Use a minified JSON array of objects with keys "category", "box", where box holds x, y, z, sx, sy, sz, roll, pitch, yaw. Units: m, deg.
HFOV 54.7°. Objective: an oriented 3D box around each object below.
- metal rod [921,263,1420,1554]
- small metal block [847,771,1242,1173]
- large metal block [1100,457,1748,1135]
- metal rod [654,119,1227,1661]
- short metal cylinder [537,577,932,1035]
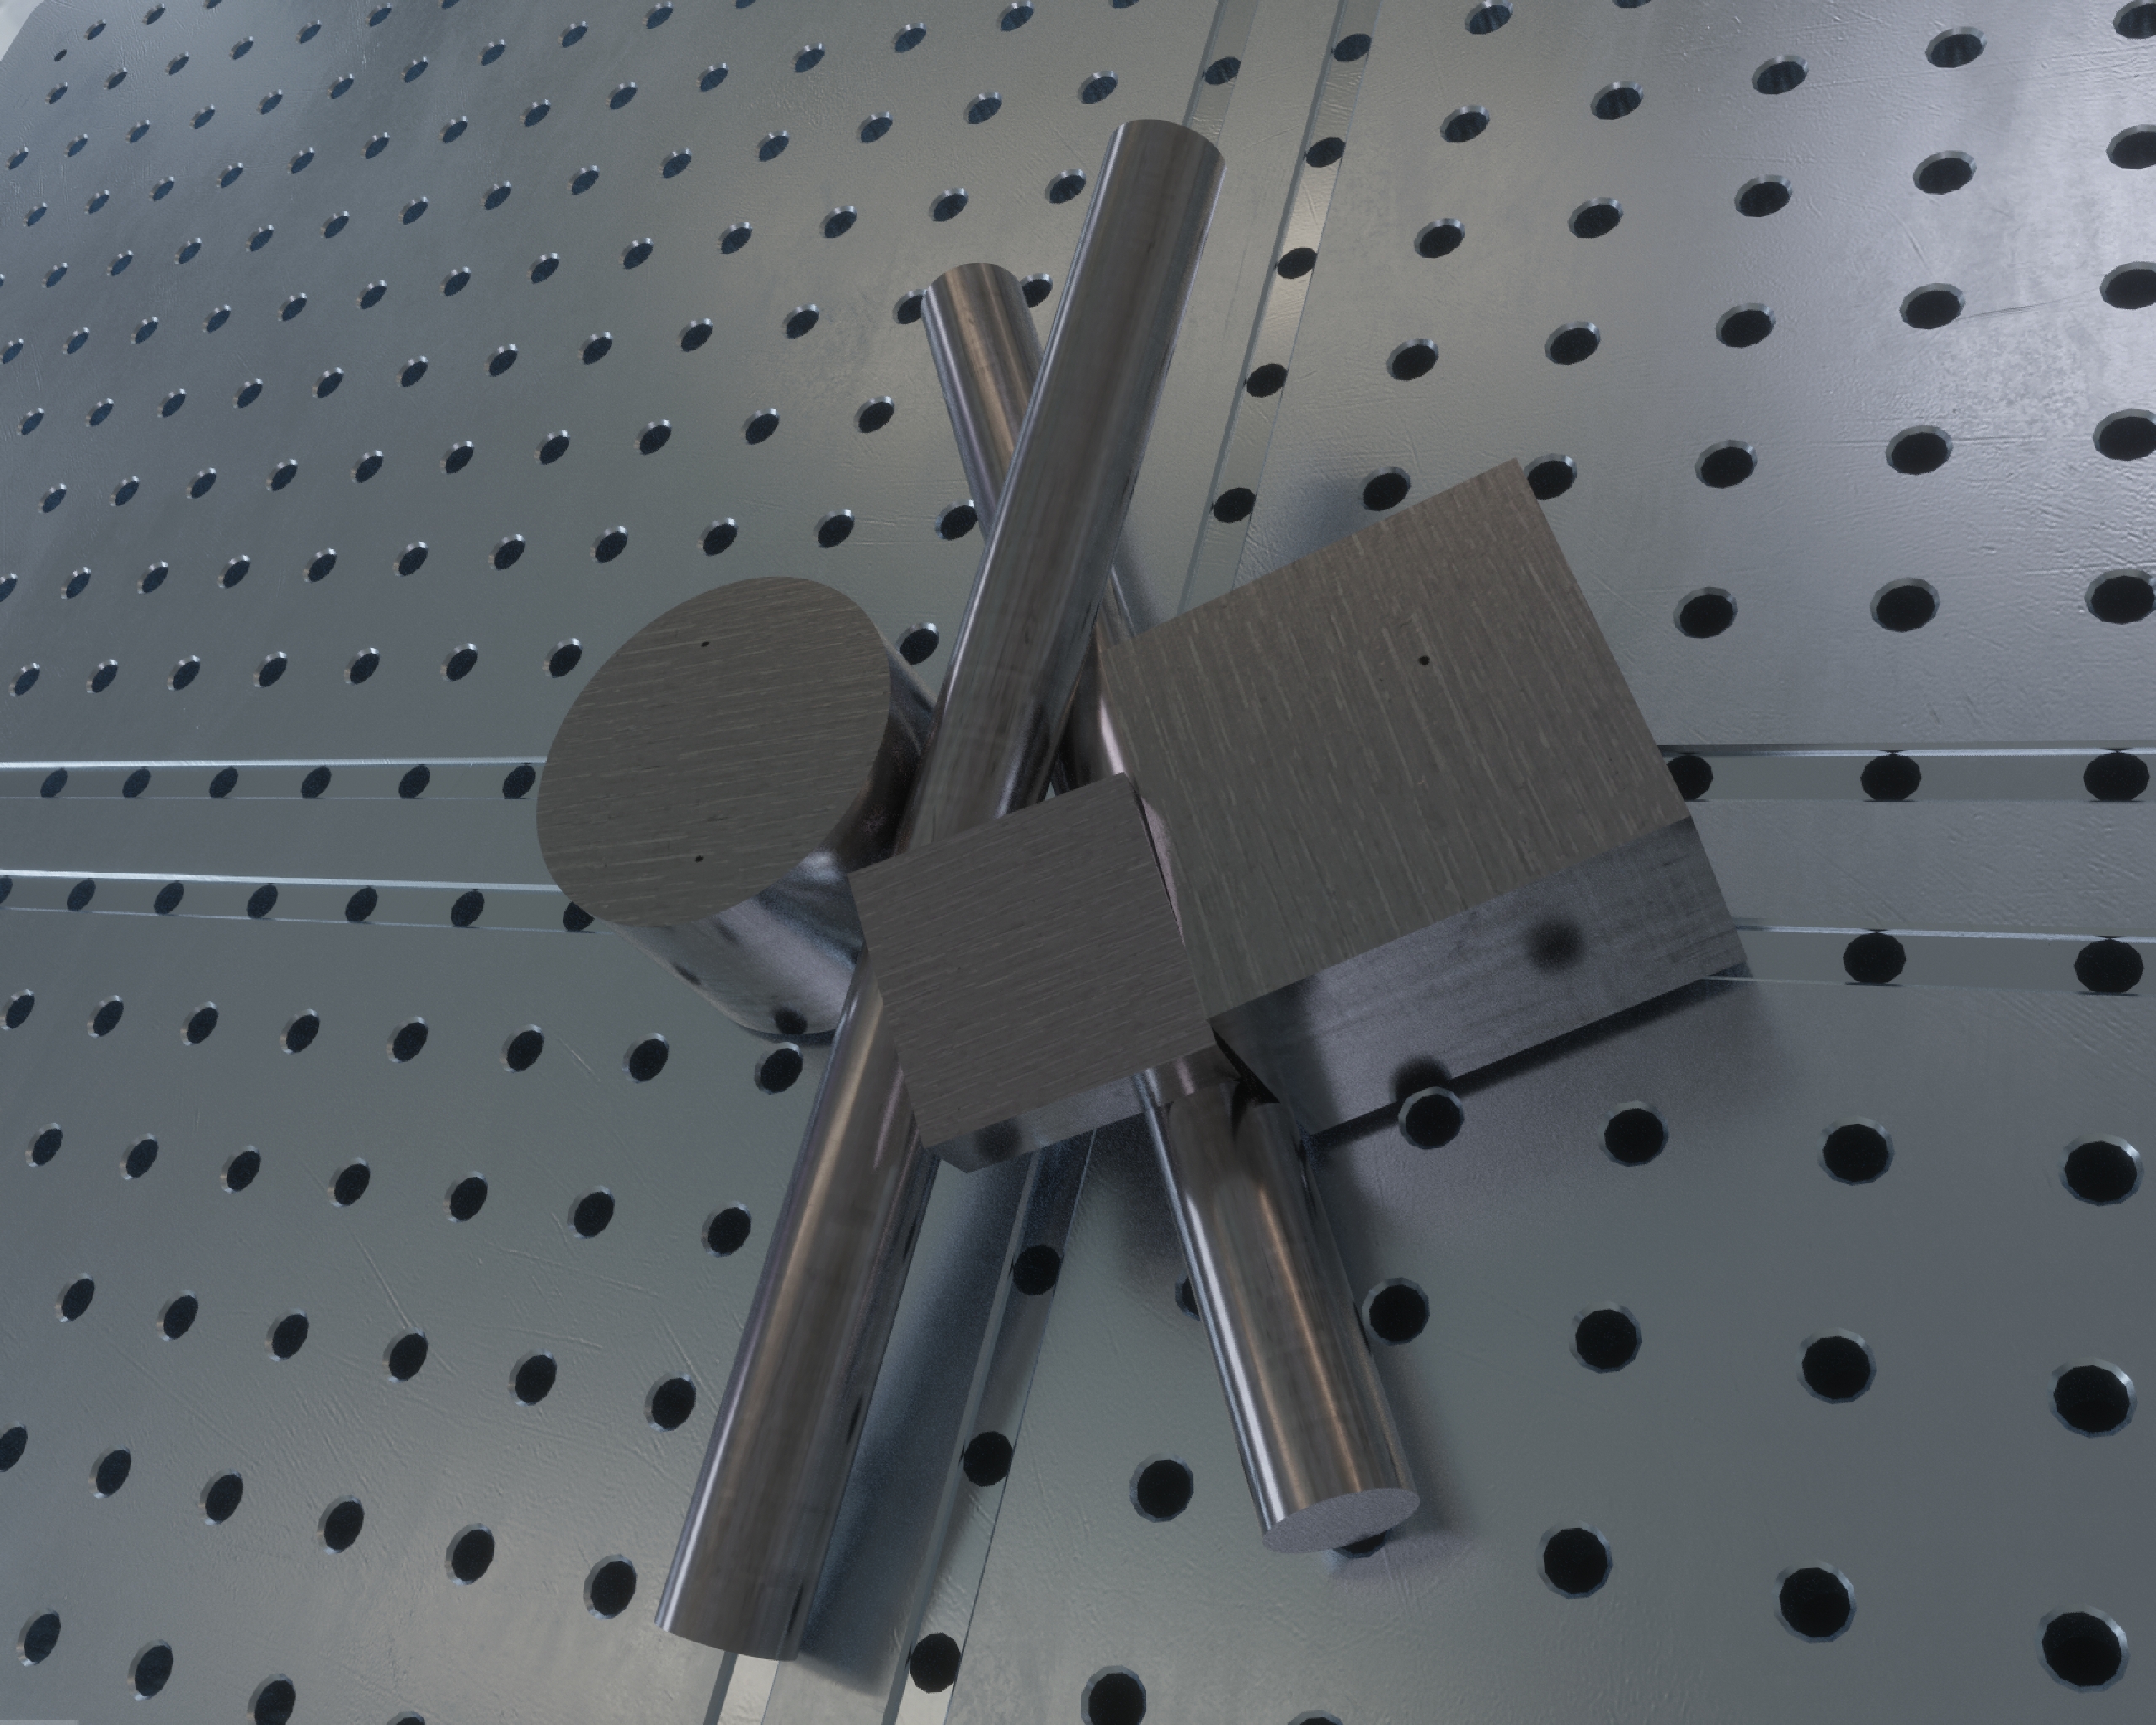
[{"category":"metal rod","box":[0.008,-0.015,0.409,0.025,0.025,0.299,-25,53,13]},{"category":"small metal block","box":[-0.006,0.019,0.354,0.050,0.025,0.050,-20,69,6]},{"category":"large metal block","box":[0.058,-0.011,0.363,0.080,0.050,0.080,-24,53,13]},{"category":"metal rod","box":[-0.021,-0.007,0.393,0.025,0.025,0.299,7,73,31]},{"category":"short metal cylinder","box":[-0.062,-0.011,0.427,0.080,0.050,0.080,-13,57,20]}]
